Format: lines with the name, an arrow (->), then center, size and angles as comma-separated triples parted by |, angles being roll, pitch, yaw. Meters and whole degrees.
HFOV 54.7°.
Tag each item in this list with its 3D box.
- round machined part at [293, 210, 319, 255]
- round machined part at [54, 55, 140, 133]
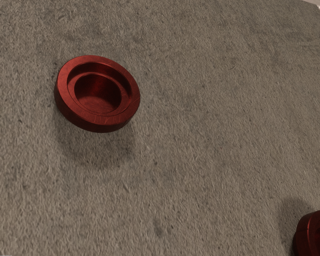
round machined part -> 0.219, 0.163, 0.414 | 0.099, 0.042, 0.098 | 14, 56, -21
round machined part -> -0.077, -0.036, 0.375 | 0.099, 0.042, 0.098 | 14, 56, -21
